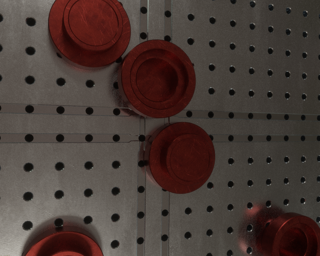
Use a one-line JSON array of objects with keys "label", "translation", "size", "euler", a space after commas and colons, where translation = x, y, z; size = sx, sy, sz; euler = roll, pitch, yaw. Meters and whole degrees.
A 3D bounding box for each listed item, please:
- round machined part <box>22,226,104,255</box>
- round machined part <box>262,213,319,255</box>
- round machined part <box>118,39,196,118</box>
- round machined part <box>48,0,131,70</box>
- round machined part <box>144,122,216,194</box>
[{"label": "round machined part", "translation": [-0.113, 0.170, 0.363], "size": [0.099, 0.042, 0.097], "euler": [0, 90, -21]}, {"label": "round machined part", "translation": [0.199, 0.179, 0.480], "size": [0.099, 0.042, 0.097], "euler": [0, 90, -21]}, {"label": "round machined part", "translation": [-0.007, -0.061, 0.402], "size": [0.099, 0.042, 0.097], "euler": [0, 90, -21]}, {"label": "round machined part", "translation": [-0.082, -0.122, 0.373], "size": [0.099, 0.042, 0.097], "euler": [0, 90, -21]}, {"label": "round machined part", "translation": [0.032, 0.040, 0.417], "size": [0.099, 0.042, 0.097], "euler": [0, 90, -21]}]
